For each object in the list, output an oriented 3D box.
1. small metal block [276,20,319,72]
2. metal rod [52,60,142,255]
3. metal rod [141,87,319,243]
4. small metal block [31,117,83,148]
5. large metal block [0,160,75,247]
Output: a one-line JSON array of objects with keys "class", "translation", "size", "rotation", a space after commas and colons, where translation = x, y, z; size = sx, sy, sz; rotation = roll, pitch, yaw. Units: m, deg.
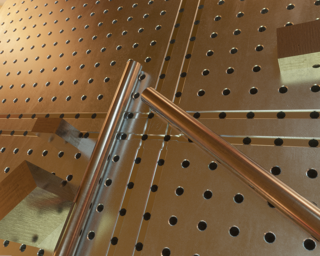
[{"class": "small metal block", "translation": [0.172, -0.101, 0.380], "size": [0.050, 0.025, 0.050], "rotation": [-5, 59, 25]}, {"class": "metal rod", "translation": [-0.080, 0.033, 0.430], "size": [0.025, 0.025, 0.300], "rotation": [3, 63, 29]}, {"class": "metal rod", "translation": [0.073, 0.028, 0.352], "size": [0.025, 0.025, 0.300], "rotation": [-47, 51, -4]}, {"class": "small metal block", "translation": [-0.155, 0.007, 0.469], "size": [0.050, 0.050, 0.025], "rotation": [2, 63, 29]}, {"class": "large metal block", "translation": [-0.167, 0.099, 0.400], "size": [0.080, 0.080, 0.050], "rotation": [-44, 51, -2]}]
